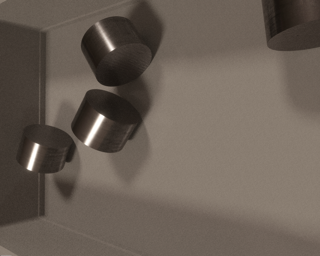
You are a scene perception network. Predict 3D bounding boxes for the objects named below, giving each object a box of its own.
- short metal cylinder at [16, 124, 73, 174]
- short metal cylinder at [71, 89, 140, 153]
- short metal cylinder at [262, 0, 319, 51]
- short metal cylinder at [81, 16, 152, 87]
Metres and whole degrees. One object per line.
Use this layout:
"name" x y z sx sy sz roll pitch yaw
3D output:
"short metal cylinder" -0.197 0.034 0.531 0.080 0.081 0.050 36 112 34
"short metal cylinder" -0.075 -0.011 0.431 0.080 0.081 0.050 47 118 29
"short metal cylinder" 0.130 -0.103 0.263 0.080 0.081 0.050 -9 85 39
"short metal cylinder" -0.058 -0.101 0.417 0.080 0.081 0.050 -44 64 31
